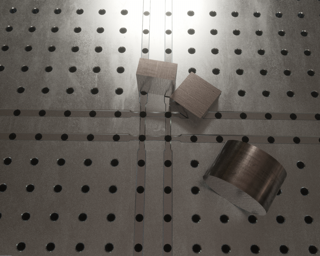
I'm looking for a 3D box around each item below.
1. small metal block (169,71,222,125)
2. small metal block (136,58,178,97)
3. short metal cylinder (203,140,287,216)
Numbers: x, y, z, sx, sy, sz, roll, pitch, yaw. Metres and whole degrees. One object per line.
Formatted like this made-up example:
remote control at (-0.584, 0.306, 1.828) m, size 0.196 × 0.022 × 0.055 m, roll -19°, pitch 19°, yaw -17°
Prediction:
small metal block at (0.048, -0.041, 0.427) m, size 0.050 × 0.025 × 0.050 m, roll 36°, pitch 74°, yaw 12°
small metal block at (-0.004, -0.068, 0.423) m, size 0.050 × 0.050 × 0.025 m, roll 10°, pitch 71°, yaw 3°
short metal cylinder at (0.098, 0.058, 0.363) m, size 0.080 × 0.080 × 0.050 m, roll 32°, pitch 73°, yaw 11°
